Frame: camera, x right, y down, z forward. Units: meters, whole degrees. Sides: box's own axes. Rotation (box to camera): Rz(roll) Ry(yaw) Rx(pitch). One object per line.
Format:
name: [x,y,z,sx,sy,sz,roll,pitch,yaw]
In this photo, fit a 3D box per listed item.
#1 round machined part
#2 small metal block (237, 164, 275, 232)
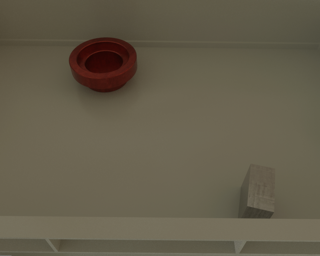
round machined part: [-0.084,-0.092,0.470,0.099,0.042,0.098,0,50,0]
small metal block: [0.102,0.074,0.328,0.025,0.050,0.050,11,51,9]
